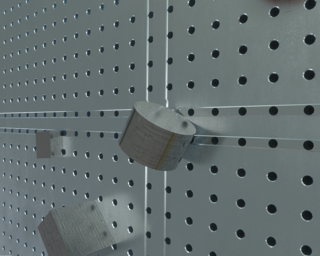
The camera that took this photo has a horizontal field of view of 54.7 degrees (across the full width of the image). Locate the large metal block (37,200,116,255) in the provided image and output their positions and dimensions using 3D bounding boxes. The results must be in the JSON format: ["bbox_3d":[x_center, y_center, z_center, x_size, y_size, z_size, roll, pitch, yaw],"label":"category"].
[{"bbox_3d":[-0.129,0.167,0.480,0.050,0.081,0.080,-49,61,29],"label":"large metal block"}]

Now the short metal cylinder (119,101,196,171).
[{"bbox_3d":[-0.003,0.008,0.377,0.080,0.081,0.050,39,114,33],"label":"short metal cylinder"}]

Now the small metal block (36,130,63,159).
[{"bbox_3d":[-0.208,0.031,0.582,0.050,0.025,0.050,-6,86,40],"label":"small metal block"}]
